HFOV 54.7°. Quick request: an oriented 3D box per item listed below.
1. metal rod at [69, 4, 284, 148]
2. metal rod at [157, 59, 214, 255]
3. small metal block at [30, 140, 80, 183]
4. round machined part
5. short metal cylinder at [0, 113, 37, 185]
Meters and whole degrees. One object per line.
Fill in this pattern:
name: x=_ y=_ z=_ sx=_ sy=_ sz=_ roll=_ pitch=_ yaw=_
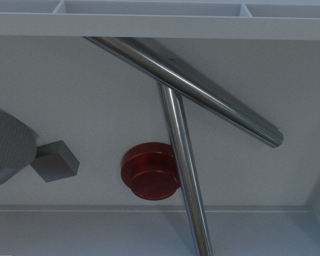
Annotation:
metal rod: x=0.043 y=-0.040 z=0.348 sx=0.302 sy=0.025 sz=0.025 roll=26 pitch=126 yaw=-31
metal rod: x=0.036 y=0.059 z=0.406 sx=0.025 sy=0.025 sz=0.298 roll=-10 pitch=113 yaw=8
small metal block: x=-0.153 y=0.049 z=0.449 sx=0.050 sy=0.025 sz=0.050 roll=-15 pitch=129 yaw=12
round machined part: x=-0.009 y=0.071 z=0.458 sx=0.099 sy=0.042 sz=0.097 roll=-1 pitch=130 yaw=0
short metal cylinder: x=-0.208 y=0.027 z=0.393 sx=0.050 sy=0.080 sz=0.080 roll=-34 pitch=123 yaw=25
